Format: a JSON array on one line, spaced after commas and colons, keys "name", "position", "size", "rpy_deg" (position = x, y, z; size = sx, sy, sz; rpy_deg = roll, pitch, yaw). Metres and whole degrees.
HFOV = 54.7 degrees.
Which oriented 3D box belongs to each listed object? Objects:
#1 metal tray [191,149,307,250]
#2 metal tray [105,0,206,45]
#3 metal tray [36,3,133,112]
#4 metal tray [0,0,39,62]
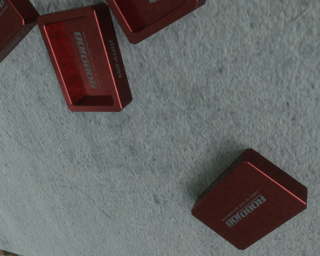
[{"name": "metal tray", "position": [0.111, 0.097, 0.405], "size": [0.090, 0.030, 0.129], "rpy_deg": [36, 129, 3]}, {"name": "metal tray", "position": [-0.023, -0.163, 0.313], "size": [0.090, 0.030, 0.130], "rpy_deg": [-20, 108, 35]}, {"name": "metal tray", "position": [-0.094, -0.085, 0.398], "size": [0.090, 0.030, 0.129], "rpy_deg": [2, 119, 27]}, {"name": "metal tray", "position": [-0.235, -0.153, 0.429], "size": [0.130, 0.030, 0.090], "rpy_deg": [-25, 105, 36]}]
